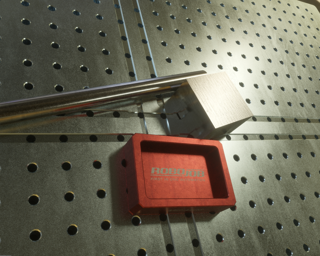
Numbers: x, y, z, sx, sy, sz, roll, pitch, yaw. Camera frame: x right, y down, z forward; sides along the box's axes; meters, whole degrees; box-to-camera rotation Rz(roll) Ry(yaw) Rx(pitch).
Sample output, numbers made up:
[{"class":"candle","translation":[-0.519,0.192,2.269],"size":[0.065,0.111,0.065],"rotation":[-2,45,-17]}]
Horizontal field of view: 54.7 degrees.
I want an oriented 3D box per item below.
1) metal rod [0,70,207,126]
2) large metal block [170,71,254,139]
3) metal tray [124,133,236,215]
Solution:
[{"class":"metal rod","translation":[-0.051,-0.047,0.410],"size":[0.303,0.025,0.025],"rotation":[-15,70,-35]},{"class":"large metal block","translation":[0.075,-0.031,0.454],"size":[0.081,0.050,0.080],"rotation":[-17,71,-35]},{"class":"metal tray","translation":[0.025,0.057,0.384],"size":[0.131,0.030,0.090],"rotation":[6,59,-26]}]
